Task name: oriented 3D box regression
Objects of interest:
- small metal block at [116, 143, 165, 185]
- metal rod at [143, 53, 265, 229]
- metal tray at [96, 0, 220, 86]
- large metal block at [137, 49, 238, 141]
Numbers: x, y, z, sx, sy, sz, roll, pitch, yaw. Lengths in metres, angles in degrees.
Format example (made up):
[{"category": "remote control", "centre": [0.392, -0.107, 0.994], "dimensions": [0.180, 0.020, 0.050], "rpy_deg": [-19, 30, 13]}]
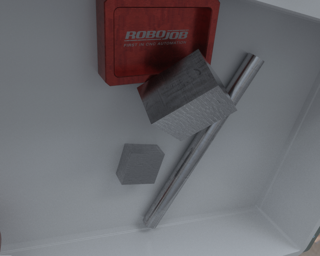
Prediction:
[{"category": "small metal block", "centre": [-0.028, 0.050, 0.426], "dimensions": [0.050, 0.025, 0.050], "rpy_deg": [4, 116, -31]}, {"category": "metal rod", "centre": [0.058, 0.028, 0.459], "dimensions": [0.025, 0.025, 0.298], "rpy_deg": [20, 107, -36]}, {"category": "metal tray", "centre": [-0.002, -0.099, 0.344], "dimensions": [0.131, 0.030, 0.089], "rpy_deg": [-10, 123, -24]}, {"category": "large metal block", "centre": [0.034, -0.033, 0.361], "dimensions": [0.080, 0.050, 0.080], "rpy_deg": [-30, 153, 16]}]
